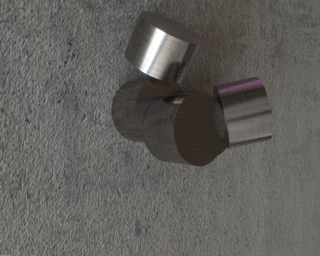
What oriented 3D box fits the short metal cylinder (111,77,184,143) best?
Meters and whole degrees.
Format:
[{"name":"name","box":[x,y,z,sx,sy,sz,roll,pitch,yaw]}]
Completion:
[{"name":"short metal cylinder","box":[-0.012,-0.021,0.381,0.081,0.050,0.079,0,90,-40]}]

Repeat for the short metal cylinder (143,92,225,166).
[{"name":"short metal cylinder","box":[0.028,0.001,0.350,0.081,0.050,0.079,0,90,-40]}]

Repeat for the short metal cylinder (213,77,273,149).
[{"name":"short metal cylinder","box":[0.100,-0.019,0.382,0.050,0.080,0.079,-12,101,4]}]

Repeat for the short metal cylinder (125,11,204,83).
[{"name":"short metal cylinder","box":[0.005,-0.096,0.368,0.081,0.080,0.050,0,129,-40]}]

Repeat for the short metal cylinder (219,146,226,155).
[{"name":"short metal cylinder","box":[0.057,-0.001,0.440,0.081,0.050,0.079,0,90,-40]}]
